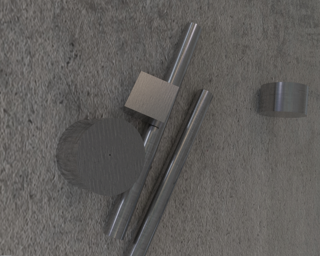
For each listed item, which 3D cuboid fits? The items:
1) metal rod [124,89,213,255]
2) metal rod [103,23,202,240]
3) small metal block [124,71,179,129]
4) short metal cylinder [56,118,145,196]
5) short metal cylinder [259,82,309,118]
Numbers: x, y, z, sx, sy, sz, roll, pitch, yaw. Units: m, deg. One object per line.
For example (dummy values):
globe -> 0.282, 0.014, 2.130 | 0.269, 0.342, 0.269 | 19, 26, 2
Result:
metal rod -> 0.007, 0.077, 0.410 | 0.025, 0.025, 0.300 | 39, 66, -33
metal rod -> -0.003, -0.009, 0.401 | 0.025, 0.025, 0.299 | 33, 70, -35
small metal block -> -0.011, -0.034, 0.380 | 0.050, 0.025, 0.050 | 23, 72, -1
short metal cylinder -> -0.063, 0.029, 0.335 | 0.081, 0.050, 0.080 | 0, 90, -40
short metal cylinder -> 0.220, -0.048, 0.553 | 0.081, 0.080, 0.050 | 9, 84, -40
